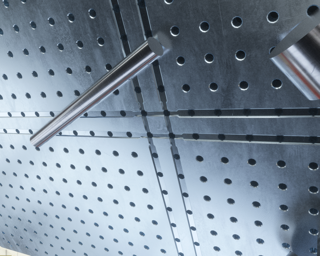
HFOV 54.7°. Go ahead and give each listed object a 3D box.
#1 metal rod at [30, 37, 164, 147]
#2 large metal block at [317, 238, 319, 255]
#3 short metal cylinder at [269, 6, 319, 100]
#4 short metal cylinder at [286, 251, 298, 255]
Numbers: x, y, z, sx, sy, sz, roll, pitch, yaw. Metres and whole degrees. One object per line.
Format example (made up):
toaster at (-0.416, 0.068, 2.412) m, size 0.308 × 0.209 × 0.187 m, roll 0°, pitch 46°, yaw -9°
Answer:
metal rod at (-0.109, -0.036, 0.446) m, size 0.299 × 0.025 × 0.025 m, roll -29°, pitch 103°, yaw 37°
large metal block at (0.248, 0.164, 0.365) m, size 0.080 × 0.050 × 0.080 m, roll 44°, pitch 129°, yaw -3°
short metal cylinder at (0.140, -0.069, 0.259) m, size 0.050 × 0.080 × 0.080 m, roll 46°, pitch 129°, yaw -4°
short metal cylinder at (0.186, 0.208, 0.398) m, size 0.080 × 0.050 × 0.080 m, roll 43°, pitch 174°, yaw 6°
